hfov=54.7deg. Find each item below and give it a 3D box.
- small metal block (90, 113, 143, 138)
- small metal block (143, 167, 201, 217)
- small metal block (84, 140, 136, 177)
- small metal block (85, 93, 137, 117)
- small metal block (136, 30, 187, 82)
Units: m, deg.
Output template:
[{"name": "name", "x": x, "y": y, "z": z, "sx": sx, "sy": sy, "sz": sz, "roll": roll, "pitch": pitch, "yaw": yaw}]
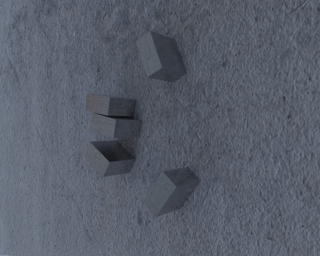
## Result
[{"name": "small metal block", "x": -0.062, "y": -0.004, "z": 0.440, "sx": 0.050, "sy": 0.050, "sz": 0.025, "roll": 16, "pitch": 100, "yaw": 39}, {"name": "small metal block", "x": 0.015, "y": 0.077, "z": 0.376, "sx": 0.025, "sy": 0.050, "sz": 0.050, "roll": 45, "pitch": 117, "yaw": 30}, {"name": "small metal block", "x": -0.072, "y": 0.043, "z": 0.448, "sx": 0.050, "sy": 0.050, "sz": 0.025, "roll": 39, "pitch": 114, "yaw": 33}, {"name": "small metal block", "x": -0.071, "y": -0.033, "z": 0.447, "sx": 0.050, "sy": 0.050, "sz": 0.025, "roll": 13, "pitch": 99, "yaw": 39}, {"name": "small metal block", "x": 0.003, "y": -0.088, "z": 0.387, "sx": 0.025, "sy": 0.050, "sz": 0.050, "roll": -28, "pitch": 73, "yaw": 37}]
